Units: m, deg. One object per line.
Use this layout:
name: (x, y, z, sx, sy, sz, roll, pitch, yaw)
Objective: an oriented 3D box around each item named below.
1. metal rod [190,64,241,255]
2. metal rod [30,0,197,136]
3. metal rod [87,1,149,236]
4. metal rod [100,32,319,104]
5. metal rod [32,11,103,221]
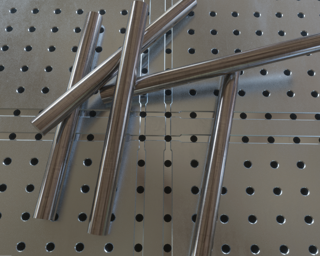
metal rod: (0.071, 0.046, 0.395, 0.025, 0.025, 0.299, 12, 70, 4)
metal rod: (-0.051, -0.099, 0.430, 0.025, 0.025, 0.301, 40, 68, 13)
metal rod: (-0.051, -0.021, 0.393, 0.025, 0.025, 0.299, 9, 80, 3)
metal rod: (0.067, -0.080, 0.419, 0.302, 0.025, 0.025, -13, 71, 3)
metal rod: (-0.119, -0.030, 0.421, 0.025, 0.025, 0.299, 7, 70, 2)
